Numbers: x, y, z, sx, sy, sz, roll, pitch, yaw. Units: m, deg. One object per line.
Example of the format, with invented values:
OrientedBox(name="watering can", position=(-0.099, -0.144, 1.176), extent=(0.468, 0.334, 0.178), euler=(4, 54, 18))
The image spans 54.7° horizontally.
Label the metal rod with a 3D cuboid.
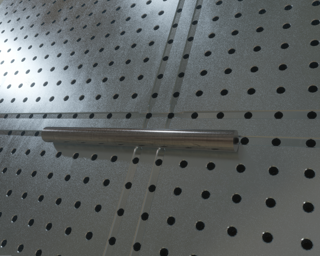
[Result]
OrientedBox(name="metal rod", position=(-0.046, 0.013, 0.423), extent=(0.300, 0.025, 0.025), euler=(1, 62, 28))
